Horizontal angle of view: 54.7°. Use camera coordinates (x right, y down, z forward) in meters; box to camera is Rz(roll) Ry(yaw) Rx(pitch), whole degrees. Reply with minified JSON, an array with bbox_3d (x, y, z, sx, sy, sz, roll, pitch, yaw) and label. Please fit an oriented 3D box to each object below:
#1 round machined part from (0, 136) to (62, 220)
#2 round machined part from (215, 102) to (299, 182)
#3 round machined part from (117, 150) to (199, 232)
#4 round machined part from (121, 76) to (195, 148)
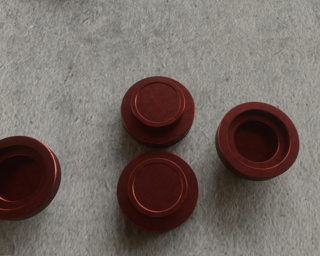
[{"bbox_3d":[-0.169,0.062,0.374,0.099,0.042,0.098,0,70,-1],"label":"round machined part"},{"bbox_3d":[0.119,0.019,0.393,0.099,0.042,0.098,0,70,-1],"label":"round machined part"},{"bbox_3d":[-0.003,0.074,0.372,0.099,0.042,0.098,0,70,-1],"label":"round machined part"},{"bbox_3d":[-0.003,-0.026,0.409,0.099,0.042,0.098,0,70,-1],"label":"round machined part"}]
